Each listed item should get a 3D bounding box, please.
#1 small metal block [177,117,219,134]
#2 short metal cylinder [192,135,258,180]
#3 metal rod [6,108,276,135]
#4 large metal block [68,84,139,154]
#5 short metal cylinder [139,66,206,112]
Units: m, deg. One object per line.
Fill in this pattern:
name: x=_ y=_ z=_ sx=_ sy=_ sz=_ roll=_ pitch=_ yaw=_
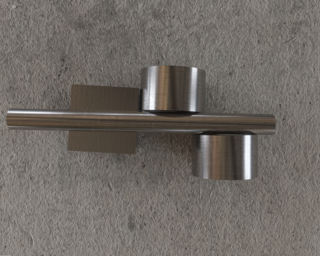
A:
small metal block: x=0.046 y=-0.005 z=0.398 sx=0.050 sy=0.050 sz=0.025 roll=1 pitch=90 yaw=-1
short metal cylinder: x=0.080 y=0.033 z=0.384 sx=0.081 sy=0.080 sz=0.050 roll=0 pitch=90 yaw=-1
metal rod: x=-0.020 y=-0.007 z=0.360 sx=0.302 sy=0.025 sz=0.025 roll=1 pitch=90 yaw=-2
large metal block: x=-0.068 y=-0.011 z=0.395 sx=0.081 sy=0.050 sz=0.079 roll=3 pitch=90 yaw=-1
short metal cylinder: x=0.016 y=-0.045 z=0.385 sx=0.081 sy=0.080 sz=0.050 roll=2 pitch=90 yaw=-1
